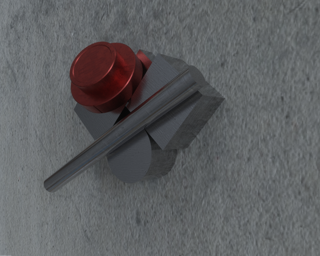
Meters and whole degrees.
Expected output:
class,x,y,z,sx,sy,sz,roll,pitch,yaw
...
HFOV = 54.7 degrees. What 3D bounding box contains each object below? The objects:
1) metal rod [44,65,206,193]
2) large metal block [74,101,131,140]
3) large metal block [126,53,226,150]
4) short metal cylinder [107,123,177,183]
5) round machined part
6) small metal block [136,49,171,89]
class,x,y,z,sx,sy,sz,roll,pitch,yaw
metal rod,-0.065,0.018,0.392,0.299,0.025,0.025,-34,69,34
large metal block,-0.068,-0.030,0.443,0.080,0.050,0.080,50,119,28
large metal block,0.017,-0.031,0.375,0.080,0.050,0.080,49,119,28
short metal cylinder,-0.025,0.029,0.408,0.080,0.050,0.079,0,90,39
round machined part,-0.075,-0.071,0.398,0.098,0.042,0.098,-12,60,21
small metal block,-0.018,-0.069,0.418,0.050,0.025,0.050,50,119,28
